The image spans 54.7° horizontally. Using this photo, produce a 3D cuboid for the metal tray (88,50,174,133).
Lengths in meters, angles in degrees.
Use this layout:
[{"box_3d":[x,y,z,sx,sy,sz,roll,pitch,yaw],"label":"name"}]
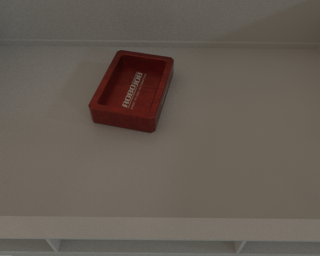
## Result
[{"box_3d":[-0.037,-0.058,0.449,0.090,0.030,0.130,10,51,8],"label":"metal tray"}]
